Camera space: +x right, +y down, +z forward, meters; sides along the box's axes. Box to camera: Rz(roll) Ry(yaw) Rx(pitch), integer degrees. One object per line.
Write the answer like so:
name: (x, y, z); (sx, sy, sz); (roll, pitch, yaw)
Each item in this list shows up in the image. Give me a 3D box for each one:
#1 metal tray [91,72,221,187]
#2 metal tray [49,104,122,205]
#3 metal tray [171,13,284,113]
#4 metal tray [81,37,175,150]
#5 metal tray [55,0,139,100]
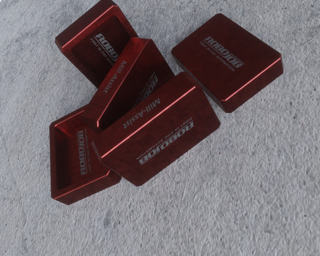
metal tray: (0.000, 0.006, 0.359); (0.130, 0.090, 0.030); (-37, 51, 3)
metal tray: (-0.109, 0.031, 0.438); (0.090, 0.030, 0.130); (-25, 53, 12)
metal tray: (0.085, -0.091, 0.412); (0.090, 0.030, 0.130); (-38, 51, 2)
metal tray: (-0.035, -0.041, 0.405); (0.030, 0.090, 0.130); (18, 71, 35)
metal tray: (-0.068, -0.101, 0.434); (0.090, 0.130, 0.030); (-40, 52, 1)
